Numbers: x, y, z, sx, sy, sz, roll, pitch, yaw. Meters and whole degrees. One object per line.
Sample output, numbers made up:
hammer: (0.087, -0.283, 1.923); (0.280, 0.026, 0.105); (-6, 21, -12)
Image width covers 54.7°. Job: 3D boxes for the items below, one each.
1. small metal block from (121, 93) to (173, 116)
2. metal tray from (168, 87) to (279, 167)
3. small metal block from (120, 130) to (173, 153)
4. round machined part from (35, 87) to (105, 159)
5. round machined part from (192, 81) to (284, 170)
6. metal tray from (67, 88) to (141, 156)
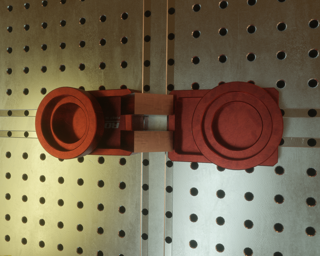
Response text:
small metal block: (-0.017, -0.029, 0.390); (0.050, 0.050, 0.025); (-178, 89, -64)
metal tray: (0.077, -0.002, 0.383); (0.130, 0.030, 0.089); (1, 90, 19)
small metal block: (-0.018, 0.016, 0.390); (0.050, 0.050, 0.025); (-178, 89, -64)
round machined part: (-0.120, -0.007, 0.433); (0.098, 0.042, 0.097); (0, 90, 20)
round machined part: (0.090, -0.003, 0.358); (0.098, 0.042, 0.097); (0, 90, 20)
metal tray: (-0.094, -0.008, 0.444); (0.130, 0.030, 0.089); (-1, 92, 20)
